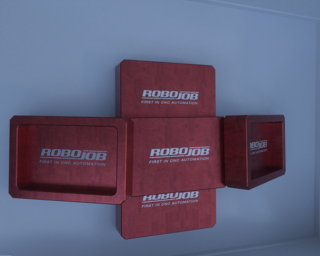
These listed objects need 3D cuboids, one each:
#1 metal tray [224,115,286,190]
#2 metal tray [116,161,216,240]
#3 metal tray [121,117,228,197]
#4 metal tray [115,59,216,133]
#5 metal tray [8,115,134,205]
[{"bbox_3d":[0.133,0.027,0.422,0.131,0.030,0.089,-3,92,-49],"label":"metal tray"},{"bbox_3d":[0.009,0.090,0.408,0.131,0.030,0.089,-1,90,-21],"label":"metal tray"},{"bbox_3d":[0.019,0.032,0.381,0.131,0.030,0.089,-1,90,-21],"label":"metal tray"},{"bbox_3d":[0.009,-0.039,0.408,0.131,0.030,0.089,-1,90,-21],"label":"metal tray"},{"bbox_3d":[-0.096,0.032,0.338,0.131,0.030,0.089,1,91,9],"label":"metal tray"}]
